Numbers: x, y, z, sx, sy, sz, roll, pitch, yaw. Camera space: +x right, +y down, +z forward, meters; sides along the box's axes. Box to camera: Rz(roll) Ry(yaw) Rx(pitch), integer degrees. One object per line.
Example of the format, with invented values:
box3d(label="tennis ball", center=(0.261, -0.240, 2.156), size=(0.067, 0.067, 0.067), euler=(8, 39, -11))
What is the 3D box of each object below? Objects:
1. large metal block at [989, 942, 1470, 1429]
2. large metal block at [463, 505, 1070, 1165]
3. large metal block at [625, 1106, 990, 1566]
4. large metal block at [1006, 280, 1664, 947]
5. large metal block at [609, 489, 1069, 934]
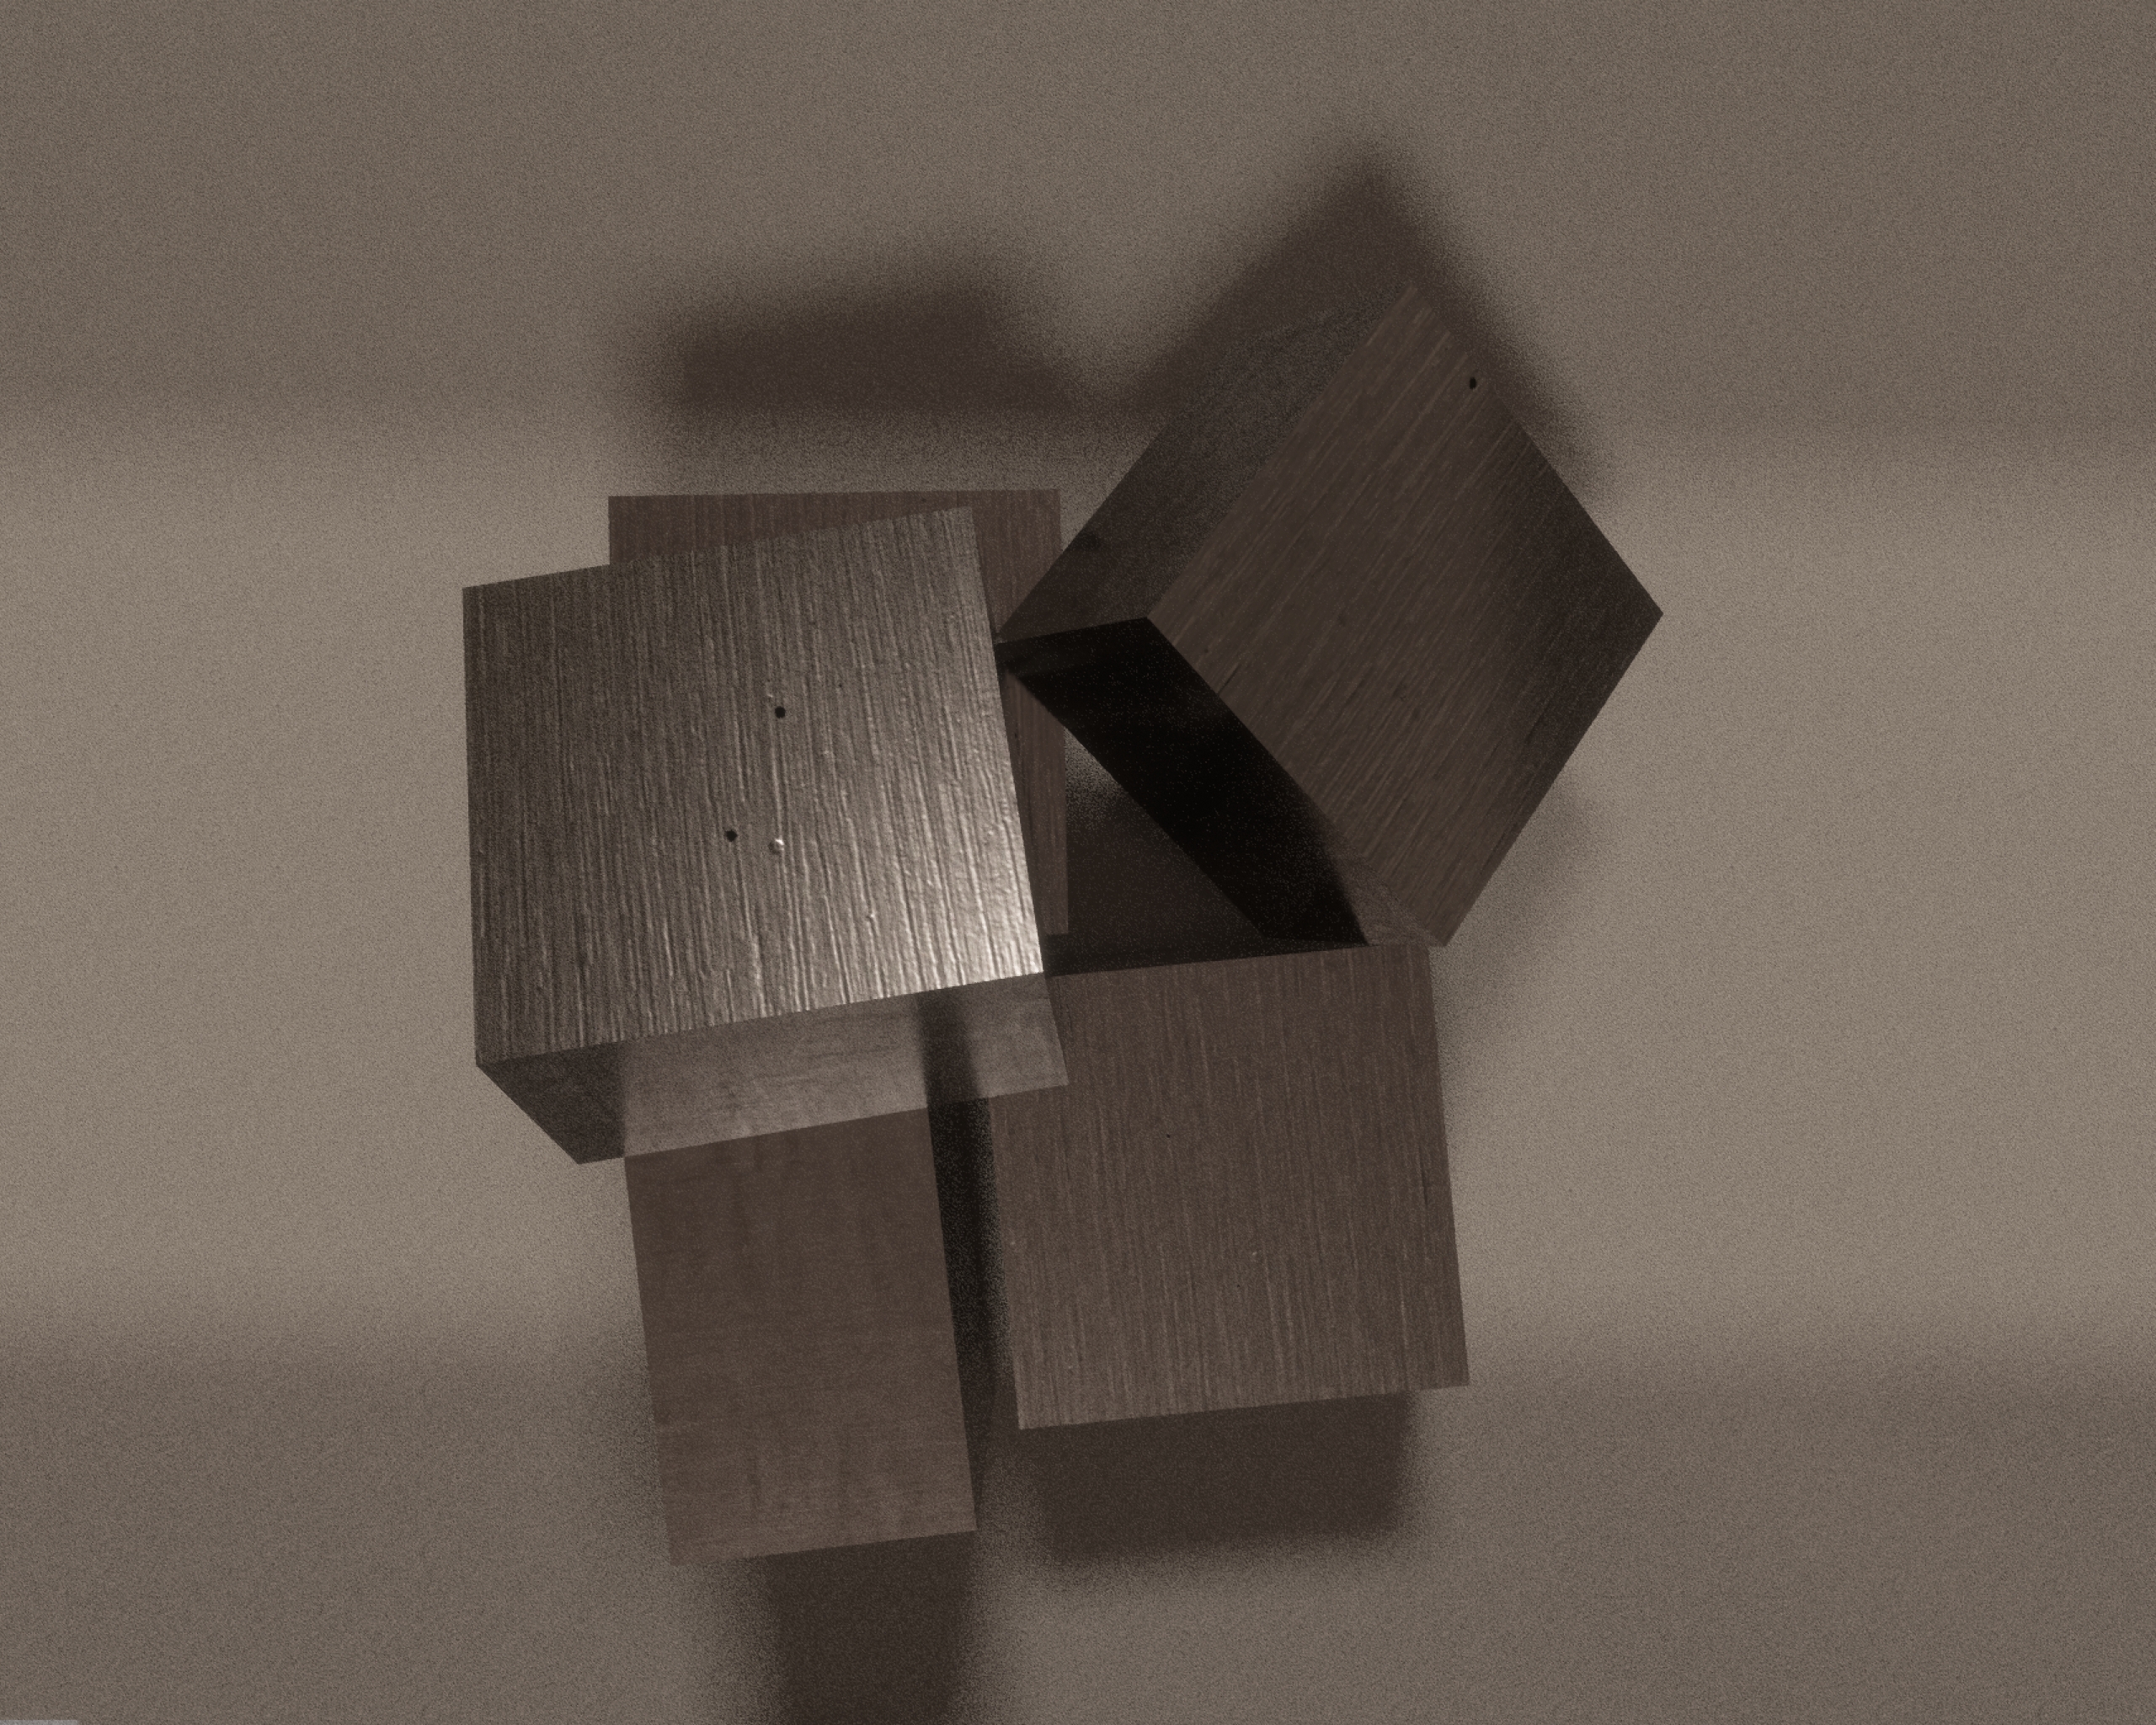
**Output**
box3d(label="large metal block", center=(0.026, 0.057, 0.396), size=(0.081, 0.050, 0.079), euler=(-5, 90, -1))
box3d(label="large metal block", center=(-0.049, -0.004, 0.332), size=(0.080, 0.050, 0.080), euler=(-9, 65, 0))
box3d(label="large metal block", center=(-0.046, 0.073, 0.382), size=(0.050, 0.080, 0.079), euler=(-7, 90, 0))
box3d(label="large metal block", center=(0.046, -0.042, 0.373), size=(0.080, 0.050, 0.080), euler=(46, 67, -23))
box3d(label="large metal block", center=(-0.043, -0.026, 0.397), size=(0.081, 0.050, 0.079), euler=(-1, 90, -1))
